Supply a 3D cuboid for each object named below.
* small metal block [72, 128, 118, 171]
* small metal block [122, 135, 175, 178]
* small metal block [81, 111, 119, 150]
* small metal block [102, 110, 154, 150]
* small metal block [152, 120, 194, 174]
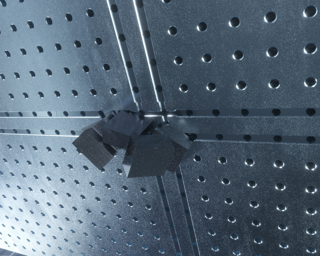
[{"bbox_3d":[-0.086,0.027,0.419,0.025,0.050,0.050,-45,94,1],"label":"small metal block"},{"bbox_3d":[-0.015,0.035,0.389,0.050,0.025,0.050,0,131,-25],"label":"small metal block"},{"bbox_3d":[-0.080,0.009,0.457,0.050,0.025,0.050,-21,108,35],"label":"small metal block"},{"bbox_3d":[-0.043,0.004,0.418,0.050,0.050,0.025,17,125,18],"label":"small metal block"},{"bbox_3d":[0.011,0.026,0.421,0.050,0.025,0.050,31,128,7],"label":"small metal block"}]
